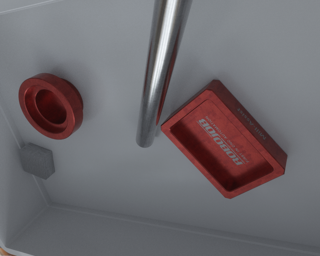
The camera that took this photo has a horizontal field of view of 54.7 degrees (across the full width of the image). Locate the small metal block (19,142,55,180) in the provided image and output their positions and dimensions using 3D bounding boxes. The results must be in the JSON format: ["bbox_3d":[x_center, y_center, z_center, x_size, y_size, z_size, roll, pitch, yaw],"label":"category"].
[{"bbox_3d":[-0.221,0.060,0.559,0.050,0.025,0.050,17,125,18],"label":"small metal block"}]

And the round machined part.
[{"bbox_3d":[-0.153,-0.035,0.455,0.098,0.042,0.097,13,124,20],"label":"round machined part"}]

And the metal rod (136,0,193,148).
[{"bbox_3d":[-0.003,-0.045,0.296,0.025,0.025,0.299,32,156,7],"label":"metal rod"}]

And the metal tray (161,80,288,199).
[{"bbox_3d":[0.076,0.018,0.375,0.130,0.030,0.090,47,129,-5],"label":"metal tray"}]
